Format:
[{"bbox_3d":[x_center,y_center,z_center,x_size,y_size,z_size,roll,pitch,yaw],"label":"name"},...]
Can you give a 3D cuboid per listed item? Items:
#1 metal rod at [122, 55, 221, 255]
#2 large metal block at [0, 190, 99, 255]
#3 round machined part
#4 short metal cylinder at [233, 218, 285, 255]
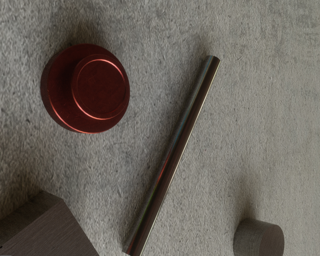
[{"bbox_3d":[0.023,0.026,0.426,0.025,0.025,0.300,38,67,-34],"label":"metal rod"},{"bbox_3d":[-0.116,0.119,0.293,0.080,0.050,0.080,-38,114,-34],"label":"large metal block"},{"bbox_3d":[-0.072,-0.043,0.334,0.099,0.042,0.097,0,90,-40],"label":"round machined part"},{"bbox_3d":[0.172,0.202,0.536,0.081,0.050,0.079,0,90,-40],"label":"short metal cylinder"}]
